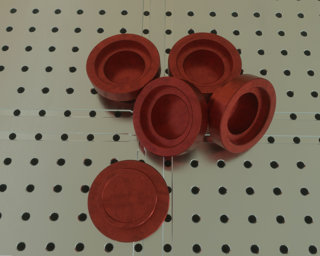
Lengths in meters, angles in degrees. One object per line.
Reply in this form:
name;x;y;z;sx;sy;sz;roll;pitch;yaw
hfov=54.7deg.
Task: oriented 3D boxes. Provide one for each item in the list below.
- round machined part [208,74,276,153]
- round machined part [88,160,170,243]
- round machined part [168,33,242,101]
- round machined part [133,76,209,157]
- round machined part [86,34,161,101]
round machined part;0.098;-0.021;0.392;0.098;0.098;0.042;-41;41;-14
round machined part;-0.038;0.086;0.371;0.099;0.042;0.098;0;70;-1
round machined part;0.060;-0.081;0.432;0.099;0.042;0.098;0;68;-1
round machined part;0.017;-0.014;0.391;0.098;0.042;0.097;1;92;33
round machined part;-0.047;-0.078;0.426;0.099;0.042;0.098;-2;64;4
